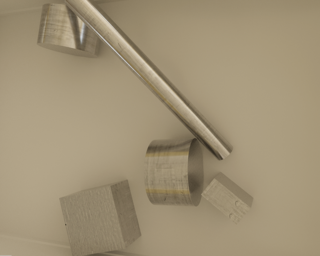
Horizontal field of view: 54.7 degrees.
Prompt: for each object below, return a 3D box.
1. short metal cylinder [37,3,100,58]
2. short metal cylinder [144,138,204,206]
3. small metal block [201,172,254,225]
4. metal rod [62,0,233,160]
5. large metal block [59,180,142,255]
[{"bbox_3d":[-0.122,-0.130,0.423,0.080,0.080,0.050,11,94,19],"label":"short metal cylinder"},{"bbox_3d":[0.019,0.053,0.374,0.050,0.080,0.079,-3,89,20],"label":"short metal cylinder"},{"bbox_3d":[0.081,0.081,0.368,0.050,0.050,0.025,39,102,15],"label":"small metal block"},{"bbox_3d":[-0.023,-0.073,0.357,0.025,0.025,0.300,-42,101,15],"label":"metal rod"},{"bbox_3d":[-0.081,0.122,0.424,0.080,0.050,0.080,-16,85,19],"label":"large metal block"}]
